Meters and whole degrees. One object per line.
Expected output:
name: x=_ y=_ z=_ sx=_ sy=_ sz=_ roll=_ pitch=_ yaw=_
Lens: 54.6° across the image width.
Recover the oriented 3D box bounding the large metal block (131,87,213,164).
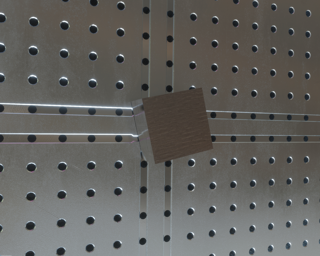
large metal block: x=0.015 y=-0.004 z=0.404 sx=0.081 sy=0.050 sz=0.080 roll=-13 pitch=95 yaw=-20
